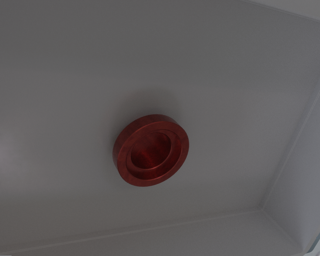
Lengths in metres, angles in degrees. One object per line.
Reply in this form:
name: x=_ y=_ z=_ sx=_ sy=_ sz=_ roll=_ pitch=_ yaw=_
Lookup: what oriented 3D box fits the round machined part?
round machined part: x=-0.015 y=0.025 z=0.404 sx=0.099 sy=0.042 sz=0.097 roll=-14 pitch=124 yaw=-21
